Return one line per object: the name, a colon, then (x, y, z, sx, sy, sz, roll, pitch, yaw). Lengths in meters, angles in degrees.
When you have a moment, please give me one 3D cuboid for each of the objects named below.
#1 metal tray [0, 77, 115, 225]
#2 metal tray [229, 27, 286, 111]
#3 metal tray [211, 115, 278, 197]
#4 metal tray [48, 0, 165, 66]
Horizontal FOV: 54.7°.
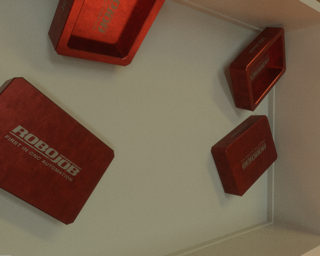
metal tray: (-0.118, 0.025, 0.306, 0.130, 0.030, 0.090, 44, 63, -31)
metal tray: (0.171, -0.102, 0.529, 0.131, 0.030, 0.090, -45, 134, -27)
metal tray: (0.149, 0.044, 0.531, 0.131, 0.030, 0.090, -33, 111, -35)
metal tray: (-0.046, -0.127, 0.310, 0.091, 0.129, 0.030, 2, 46, -41)
